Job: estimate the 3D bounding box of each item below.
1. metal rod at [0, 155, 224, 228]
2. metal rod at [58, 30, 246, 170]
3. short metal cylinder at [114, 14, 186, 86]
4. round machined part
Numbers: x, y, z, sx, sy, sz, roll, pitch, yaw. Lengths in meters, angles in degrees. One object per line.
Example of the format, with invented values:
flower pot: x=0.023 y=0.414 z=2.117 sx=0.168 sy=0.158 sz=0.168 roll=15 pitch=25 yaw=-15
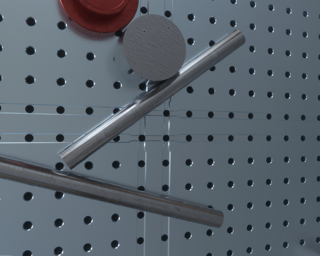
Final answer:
metal rod: x=-0.050 y=0.086 z=0.394 sx=0.302 sy=0.025 sz=0.025 roll=18 pitch=84 yaw=-20
metal rod: x=0.001 y=-0.047 z=0.413 sx=0.301 sy=0.025 sz=0.025 roll=-37 pitch=102 yaw=-17
short metal cylinder: x=-0.014 y=-0.097 z=0.395 sx=0.081 sy=0.050 sz=0.079 roll=0 pitch=90 yaw=-21
round machined part: x=-0.073 y=-0.165 z=0.377 sx=0.099 sy=0.042 sz=0.097 roll=0 pitch=90 yaw=-21
